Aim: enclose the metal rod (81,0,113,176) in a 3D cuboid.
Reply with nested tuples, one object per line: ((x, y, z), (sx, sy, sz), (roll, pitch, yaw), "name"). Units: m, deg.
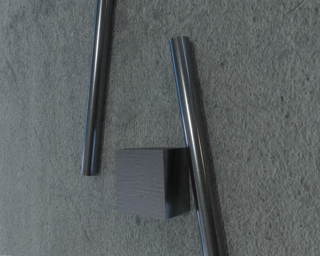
((-0.097, -0.074, 0.482), (0.025, 0.025, 0.298), (11, 97, 39), "metal rod")

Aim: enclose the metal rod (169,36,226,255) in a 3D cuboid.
((0.046, 0.038, 0.365), (0.025, 0.025, 0.298), (-14, 81, 39), "metal rod")

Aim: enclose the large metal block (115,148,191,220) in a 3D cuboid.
((-0.010, 0.066, 0.395), (0.080, 0.050, 0.080), (-3, 88, 39), "large metal block")
